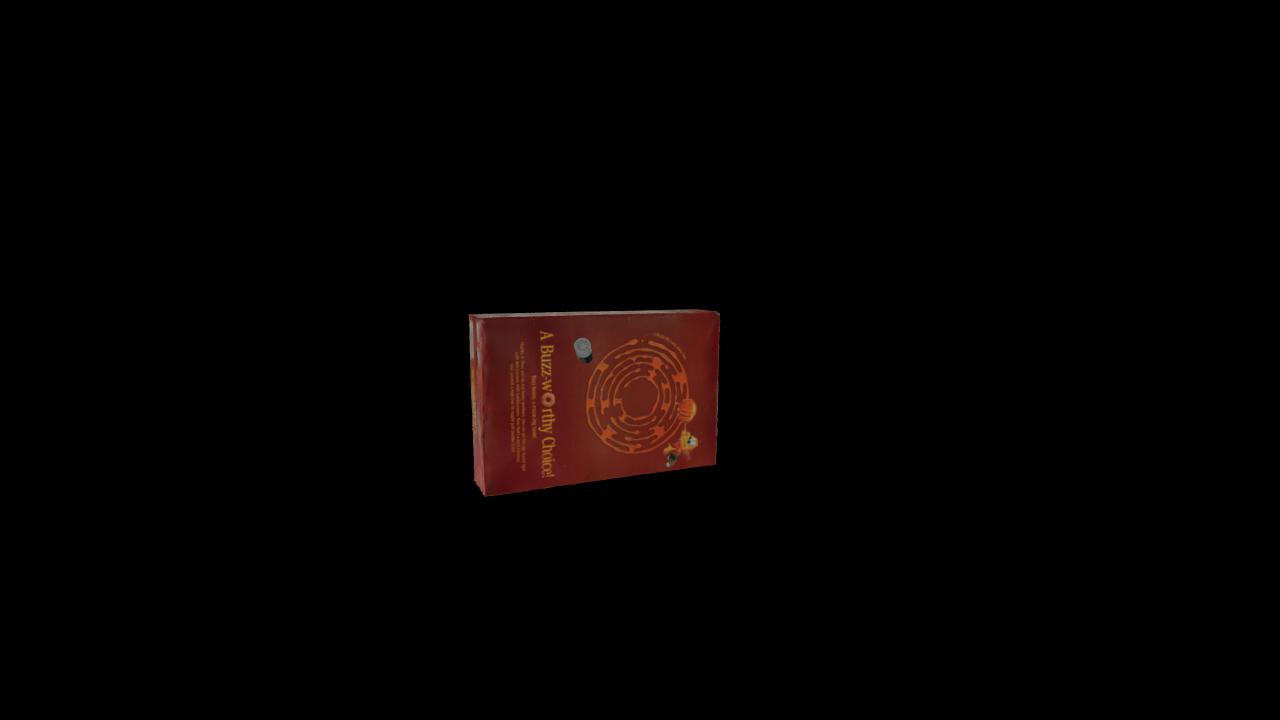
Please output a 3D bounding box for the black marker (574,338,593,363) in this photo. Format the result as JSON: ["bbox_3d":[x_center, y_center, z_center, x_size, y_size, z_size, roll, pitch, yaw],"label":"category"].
[{"bbox_3d":[-0.062,0.009,0.730,0.020,0.020,0.121,0,-25,1],"label":"black marker"}]

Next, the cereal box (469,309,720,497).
[{"bbox_3d":[-0.048,0.042,0.754,0.306,0.203,0.081,-4,9,-25],"label":"cereal box"}]
